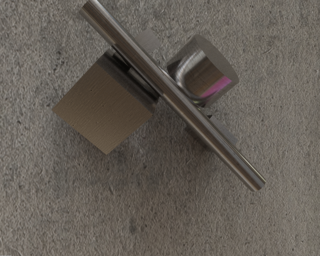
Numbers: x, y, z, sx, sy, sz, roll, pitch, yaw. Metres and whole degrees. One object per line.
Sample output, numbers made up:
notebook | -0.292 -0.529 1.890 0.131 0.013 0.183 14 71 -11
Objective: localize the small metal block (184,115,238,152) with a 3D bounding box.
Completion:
small metal block | 0.069 0.009 0.420 0.050 0.050 0.025 43 77 -16

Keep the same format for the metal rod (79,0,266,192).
metal rod | 0.025 -0.029 0.367 0.300 0.025 0.025 45 76 -15

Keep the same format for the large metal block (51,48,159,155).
large metal block | -0.060 -0.029 0.357 0.080 0.050 0.080 43 117 -16

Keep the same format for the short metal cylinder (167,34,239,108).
short metal cylinder | 0.055 -0.072 0.396 0.080 0.080 0.050 41 118 -16

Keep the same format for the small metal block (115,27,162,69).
small metal block | -0.033 -0.094 0.386 0.050 0.050 0.025 -40 103 -16
